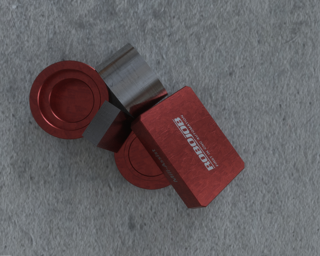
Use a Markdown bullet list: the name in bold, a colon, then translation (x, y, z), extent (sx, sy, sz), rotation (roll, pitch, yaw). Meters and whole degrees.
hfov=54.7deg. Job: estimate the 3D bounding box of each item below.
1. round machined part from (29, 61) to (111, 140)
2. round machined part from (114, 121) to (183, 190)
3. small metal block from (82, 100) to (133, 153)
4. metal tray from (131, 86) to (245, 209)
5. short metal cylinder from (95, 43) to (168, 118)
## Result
- **round machined part**: translation (-0.111, -0.035, 0.401), extent (0.099, 0.042, 0.097), rotation (0, 90, -1)
- **round machined part**: translation (-0.011, 0.032, 0.402), extent (0.099, 0.042, 0.097), rotation (0, 90, -1)
- **small metal block**: translation (-0.060, 0.000, 0.380), extent (0.025, 0.050, 0.050), rotation (33, 90, 24)
- **metal tray**: translation (0.037, 0.022, 0.387), extent (0.091, 0.030, 0.130), rotation (-36, 90, -32)
- **short metal cylinder**: translation (-0.035, -0.057, 0.384), extent (0.050, 0.080, 0.080), rotation (-38, 90, 0)
